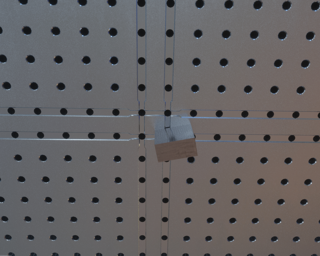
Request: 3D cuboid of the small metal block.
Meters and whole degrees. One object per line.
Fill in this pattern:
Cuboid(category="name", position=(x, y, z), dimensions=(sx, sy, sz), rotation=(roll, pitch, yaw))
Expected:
Cuboid(category="small metal block", position=(0.020, 0.019, 0.407), dimensions=(0.050, 0.050, 0.025), rotation=(-10, 110, 3))
